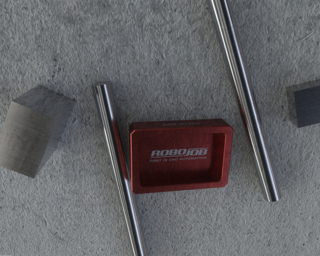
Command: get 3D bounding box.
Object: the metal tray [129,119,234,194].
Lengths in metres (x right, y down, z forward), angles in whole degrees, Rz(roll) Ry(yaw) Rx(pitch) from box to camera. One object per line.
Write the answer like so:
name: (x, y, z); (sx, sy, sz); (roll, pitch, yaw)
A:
metal tray: (0.026, 0.037, 0.409); (0.131, 0.030, 0.089); (-3, 111, -10)

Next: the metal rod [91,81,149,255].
metal rod: (-0.050, 0.082, 0.439); (0.025, 0.025, 0.298); (-9, 110, 3)

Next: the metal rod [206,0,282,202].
metal rod: (0.112, -0.032, 0.399); (0.025, 0.025, 0.298); (-19, 109, 6)

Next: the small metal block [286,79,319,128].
small metal block: (0.196, -0.033, 0.401); (0.050, 0.025, 0.050); (-14, 110, 4)

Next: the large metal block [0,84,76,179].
large metal block: (-0.151, 0.001, 0.379); (0.050, 0.080, 0.080); (24, 108, -9)
